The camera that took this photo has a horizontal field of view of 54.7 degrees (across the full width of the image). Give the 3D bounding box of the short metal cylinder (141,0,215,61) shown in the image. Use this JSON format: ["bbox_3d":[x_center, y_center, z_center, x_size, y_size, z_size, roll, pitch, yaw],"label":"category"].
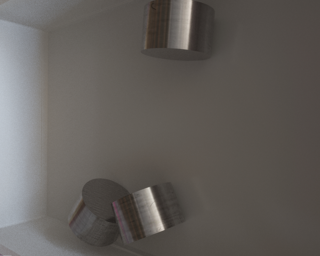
[{"bbox_3d":[0.020,-0.109,0.354,0.080,0.081,0.050,8,95,40],"label":"short metal cylinder"}]

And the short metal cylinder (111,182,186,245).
[{"bbox_3d":[-0.015,0.105,0.383,0.080,0.081,0.050,-33,70,35],"label":"short metal cylinder"}]

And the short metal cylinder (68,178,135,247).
[{"bbox_3d":[-0.082,0.118,0.439,0.080,0.081,0.050,47,118,29],"label":"short metal cylinder"}]
